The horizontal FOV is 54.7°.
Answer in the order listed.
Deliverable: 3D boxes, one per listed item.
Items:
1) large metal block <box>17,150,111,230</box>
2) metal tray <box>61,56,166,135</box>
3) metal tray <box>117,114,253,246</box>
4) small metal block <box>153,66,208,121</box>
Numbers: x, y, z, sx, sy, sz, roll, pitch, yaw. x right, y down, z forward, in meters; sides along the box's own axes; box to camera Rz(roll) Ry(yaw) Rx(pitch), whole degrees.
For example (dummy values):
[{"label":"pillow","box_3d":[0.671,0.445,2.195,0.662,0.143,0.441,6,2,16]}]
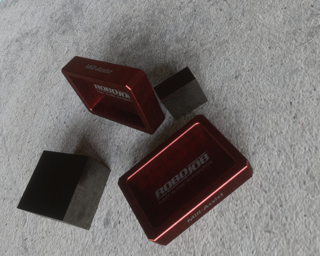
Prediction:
[{"label":"large metal block","box_3d":[-0.123,0.079,0.402,0.080,0.050,0.080,4,63,29]},{"label":"metal tray","box_3d":[-0.063,-0.045,0.418,0.130,0.090,0.030,18,59,34]},{"label":"metal tray","box_3d":[0.025,0.056,0.351,0.130,0.030,0.090,-39,51,1]},{"label":"small metal block","box_3d":[0.028,-0.043,0.399,0.050,0.050,0.025,-32,52,7]}]
